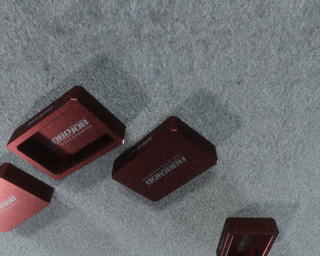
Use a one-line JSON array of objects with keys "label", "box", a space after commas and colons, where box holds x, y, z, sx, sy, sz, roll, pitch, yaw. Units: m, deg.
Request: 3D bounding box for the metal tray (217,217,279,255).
[{"label": "metal tray", "box": [0.164, 0.222, 0.595, 0.091, 0.030, 0.129, 1, 130, -2]}]

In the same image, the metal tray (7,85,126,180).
[{"label": "metal tray", "box": [-0.123, 0.012, 0.411, 0.130, 0.030, 0.090, -30, 124, 23]}]

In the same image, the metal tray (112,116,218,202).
[{"label": "metal tray", "box": [0.005, 0.050, 0.446, 0.090, 0.030, 0.130, 36, 121, -27]}]

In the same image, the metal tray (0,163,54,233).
[{"label": "metal tray", "box": [-0.249, 0.116, 0.499, 0.130, 0.030, 0.090, -34, 123, 25]}]
